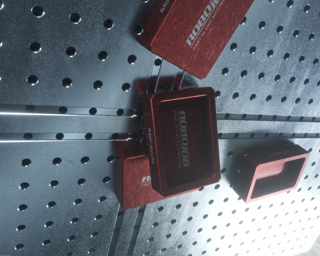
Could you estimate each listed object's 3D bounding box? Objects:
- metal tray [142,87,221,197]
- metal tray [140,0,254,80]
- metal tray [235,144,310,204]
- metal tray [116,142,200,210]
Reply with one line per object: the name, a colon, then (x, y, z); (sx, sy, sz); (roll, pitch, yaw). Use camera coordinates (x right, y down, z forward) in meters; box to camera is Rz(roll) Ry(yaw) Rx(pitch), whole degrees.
metal tray: (0.030, 0.015, 0.404); (0.091, 0.030, 0.129); (-10, 101, -24)
metal tray: (0.047, -0.131, 0.354); (0.091, 0.030, 0.129); (21, 107, -37)
metal tray: (0.210, 0.085, 0.578); (0.131, 0.030, 0.089); (-8, 122, -25)
metal tray: (0.003, 0.061, 0.449); (0.131, 0.030, 0.089); (-10, 123, -24)
